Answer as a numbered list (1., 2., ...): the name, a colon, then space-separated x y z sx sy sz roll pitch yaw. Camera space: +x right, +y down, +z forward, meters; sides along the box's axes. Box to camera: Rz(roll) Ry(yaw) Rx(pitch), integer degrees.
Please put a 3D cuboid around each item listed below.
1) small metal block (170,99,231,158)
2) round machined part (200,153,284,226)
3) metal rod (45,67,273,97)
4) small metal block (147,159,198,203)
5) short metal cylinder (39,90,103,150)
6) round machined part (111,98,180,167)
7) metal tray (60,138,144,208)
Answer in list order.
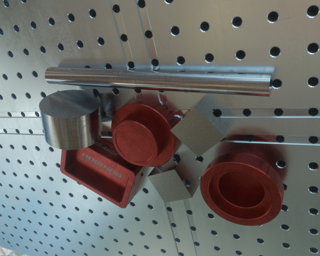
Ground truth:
1. small metal block: 0.050 0.001 0.386 0.050 0.025 0.050 44 129 -2
2. round machined part: 0.104 0.072 0.390 0.098 0.042 0.097 13 124 21
3. metal rod: -0.021 -0.060 0.384 0.301 0.025 0.025 6 121 24
4. small metal block: 0.019 0.078 0.450 0.050 0.025 0.050 -21 108 36
5. short metal cylinder: -0.122 -0.013 0.432 0.080 0.080 0.050 16 125 19
6. round machined part: -0.025 0.012 0.420 0.098 0.042 0.097 12 121 22
7. metal tray: -0.096 0.063 0.497 0.130 0.030 0.089 27 128 11
